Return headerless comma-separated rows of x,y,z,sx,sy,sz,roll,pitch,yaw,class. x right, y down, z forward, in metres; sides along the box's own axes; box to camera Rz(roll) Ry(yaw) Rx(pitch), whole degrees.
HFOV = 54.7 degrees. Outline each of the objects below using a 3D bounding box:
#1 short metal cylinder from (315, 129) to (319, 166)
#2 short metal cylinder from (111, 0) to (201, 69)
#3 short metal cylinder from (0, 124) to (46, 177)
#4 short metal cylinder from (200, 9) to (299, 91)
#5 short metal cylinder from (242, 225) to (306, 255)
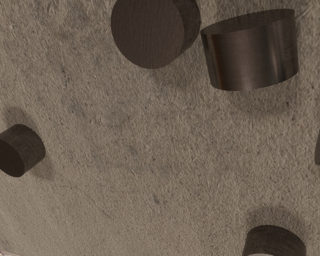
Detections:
0.178,0.002,0.279,0.050,0.080,0.079,16,125,19,short metal cylinder
-0.004,-0.108,0.325,0.080,0.050,0.079,13,124,20,short metal cylinder
-0.251,0.040,0.545,0.080,0.050,0.079,13,124,20,short metal cylinder
0.082,-0.073,0.283,0.080,0.080,0.050,-2,118,29,short metal cylinder
0.154,0.180,0.421,0.080,0.050,0.079,13,124,20,short metal cylinder
